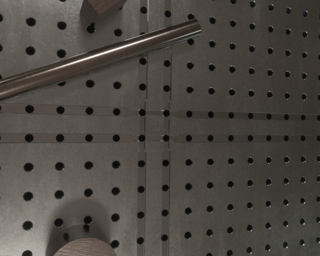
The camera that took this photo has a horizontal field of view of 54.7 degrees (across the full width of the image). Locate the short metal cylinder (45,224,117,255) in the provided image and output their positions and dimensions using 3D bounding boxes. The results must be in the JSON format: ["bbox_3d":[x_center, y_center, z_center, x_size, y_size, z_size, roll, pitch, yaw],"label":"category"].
[{"bbox_3d":[-0.093,0.161,0.366,0.081,0.050,0.079,0,90,-21],"label":"short metal cylinder"}]

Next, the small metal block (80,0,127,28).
[{"bbox_3d":[-0.066,-0.152,0.375,0.050,0.050,0.025,-42,104,-15],"label":"small metal block"}]

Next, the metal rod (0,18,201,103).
[{"bbox_3d":[-0.081,-0.083,0.383,0.302,0.025,0.025,-23,98,-19],"label":"metal rod"}]
